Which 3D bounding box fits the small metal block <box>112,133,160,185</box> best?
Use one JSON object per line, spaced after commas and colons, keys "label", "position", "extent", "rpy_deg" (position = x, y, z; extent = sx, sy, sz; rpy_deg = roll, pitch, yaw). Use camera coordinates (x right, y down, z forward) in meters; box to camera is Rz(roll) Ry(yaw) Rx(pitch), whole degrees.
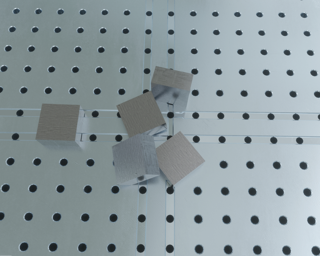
{"label": "small metal block", "position": [-0.031, 0.040, 0.383], "extent": [0.050, 0.025, 0.050], "rpy_deg": [-26, 66, 36]}

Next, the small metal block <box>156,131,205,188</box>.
{"label": "small metal block", "position": [0.021, 0.041, 0.397], "extent": [0.050, 0.025, 0.050], "rpy_deg": [-35, 74, -12]}

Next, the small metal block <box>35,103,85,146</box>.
{"label": "small metal block", "position": [-0.132, -0.004, 0.413], "extent": [0.050, 0.025, 0.050], "rpy_deg": [2, 70, 1]}

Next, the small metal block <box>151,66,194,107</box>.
{"label": "small metal block", "position": [0.016, -0.055, 0.419], "extent": [0.050, 0.050, 0.025], "rpy_deg": [13, 70, 4]}

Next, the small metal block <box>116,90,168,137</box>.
{"label": "small metal block", "position": [-0.024, -0.015, 0.414], "extent": [0.050, 0.025, 0.050], "rpy_deg": [-24, 72, -1]}
